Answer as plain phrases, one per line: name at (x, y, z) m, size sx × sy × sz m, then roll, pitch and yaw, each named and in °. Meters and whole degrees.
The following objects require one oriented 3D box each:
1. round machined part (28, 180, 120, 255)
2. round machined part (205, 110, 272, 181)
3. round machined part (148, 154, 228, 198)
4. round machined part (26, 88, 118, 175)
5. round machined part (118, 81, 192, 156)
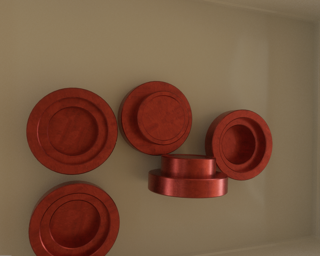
round machined part at (-0.101, 0.110, 0.365) m, size 0.099 × 0.042 × 0.097 m, roll 0°, pitch 90°, yaw -21°
round machined part at (0.107, 0.023, 0.443) m, size 0.099 × 0.042 × 0.097 m, roll 0°, pitch 90°, yaw -21°
round machined part at (0.035, 0.056, 0.386) m, size 0.099 × 0.098 × 0.042 m, roll 2°, pitch 90°, yaw -20°
round machined part at (-0.102, 0.004, 0.364) m, size 0.099 × 0.042 × 0.097 m, roll 0°, pitch 90°, yaw -21°
round machined part at (-0.002, -0.012, 0.402) m, size 0.099 × 0.042 × 0.097 m, roll 0°, pitch 90°, yaw -20°
